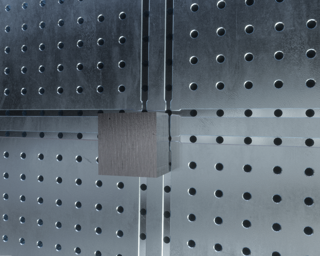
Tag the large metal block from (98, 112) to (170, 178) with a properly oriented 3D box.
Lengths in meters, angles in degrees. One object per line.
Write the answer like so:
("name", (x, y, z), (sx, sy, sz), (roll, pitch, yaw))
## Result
("large metal block", (-0.033, 0.020, 0.410), (0.080, 0.050, 0.079), (0, 90, 19))
